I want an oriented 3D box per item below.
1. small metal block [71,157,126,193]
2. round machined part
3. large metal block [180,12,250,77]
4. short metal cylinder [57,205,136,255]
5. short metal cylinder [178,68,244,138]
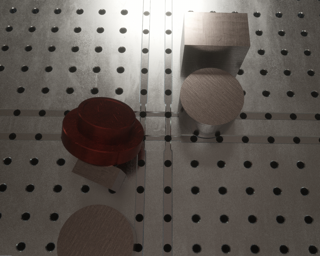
[{"bbox_3d":[-0.072,0.055,0.377,0.050,0.050,0.025,22,76,7],"label":"small metal block"},{"bbox_3d":[-0.067,-0.003,0.376,0.099,0.042,0.098,12,34,-8],"label":"round machined part"},{"bbox_3d":[0.071,-0.111,0.424,0.081,0.080,0.050,1,70,0],"label":"large metal block"},{"bbox_3d":[-0.068,0.130,0.350,0.081,0.050,0.080,0,70,-1],"label":"short metal cylinder"},{"bbox_3d":[0.065,-0.032,0.411,0.081,0.050,0.080,0,70,0],"label":"short metal cylinder"}]
